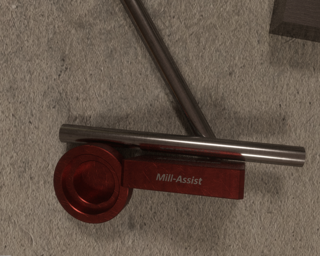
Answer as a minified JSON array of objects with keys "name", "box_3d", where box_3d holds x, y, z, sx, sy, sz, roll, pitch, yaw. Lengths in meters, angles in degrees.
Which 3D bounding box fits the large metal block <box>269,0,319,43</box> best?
[{"name":"large metal block","box_3d":[0.196,-0.162,0.400,0.080,0.050,0.080,10,90,-1]}]

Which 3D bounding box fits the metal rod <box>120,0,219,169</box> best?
[{"name":"metal rod","box_3d":[0.011,-0.078,0.410,0.025,0.025,0.299,-29,90,0]}]

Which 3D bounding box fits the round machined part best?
[{"name":"round machined part","box_3d":[-0.080,0.066,0.392,0.098,0.042,0.097,2,97,14]}]

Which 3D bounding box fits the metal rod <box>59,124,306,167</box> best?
[{"name":"metal rod","box_3d":[0.021,0.021,0.390,0.302,0.025,0.025,5,90,7]}]

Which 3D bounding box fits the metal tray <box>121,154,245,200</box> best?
[{"name":"metal tray","box_3d":[0.031,0.053,0.361,0.131,0.090,0.030,3,90,15]}]
